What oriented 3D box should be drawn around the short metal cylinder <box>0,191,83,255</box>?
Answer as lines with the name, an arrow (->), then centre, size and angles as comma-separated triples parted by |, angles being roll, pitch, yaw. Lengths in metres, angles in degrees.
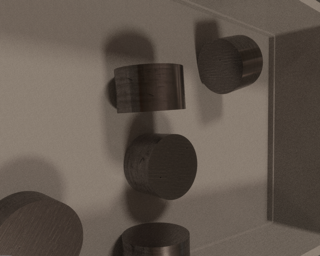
short metal cylinder -> -0.121, 0.103, 0.290 | 0.081, 0.050, 0.079 | 0, 90, -40

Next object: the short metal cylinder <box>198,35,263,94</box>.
short metal cylinder -> 0.103, -0.095, 0.460 | 0.050, 0.080, 0.079 | -22, 104, -38

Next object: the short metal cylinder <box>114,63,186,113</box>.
short metal cylinder -> -0.012, -0.045, 0.363 | 0.081, 0.080, 0.050 | -7, 95, -40

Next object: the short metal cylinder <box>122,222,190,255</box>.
short metal cylinder -> -0.004, 0.151, 0.369 | 0.081, 0.080, 0.050 | -2, 92, -40

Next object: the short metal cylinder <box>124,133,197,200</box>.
short metal cylinder -> 0.001, 0.047, 0.394 | 0.081, 0.050, 0.079 | 0, 90, -40
